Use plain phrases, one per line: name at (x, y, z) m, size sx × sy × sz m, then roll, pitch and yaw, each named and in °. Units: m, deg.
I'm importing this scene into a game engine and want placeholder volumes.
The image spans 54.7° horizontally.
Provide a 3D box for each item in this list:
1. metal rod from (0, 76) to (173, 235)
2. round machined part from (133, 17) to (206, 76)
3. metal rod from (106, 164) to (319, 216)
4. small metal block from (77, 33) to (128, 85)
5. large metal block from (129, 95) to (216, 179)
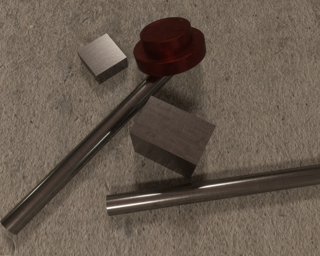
metal rod at (-0.078, 0.011, 0.403) m, size 0.025 × 0.025 × 0.301 m, roll 40°, pitch 74°, yaw 13°
round machined part at (0.011, -0.115, 0.419) m, size 0.098 × 0.042 × 0.098 m, roll -9°, pitch 42°, yaw 9°
metal rod at (0.087, 0.073, 0.382) m, size 0.302 × 0.025 × 0.025 m, roll -8°, pitch 70°, yaw -3°
small metal block at (-0.082, -0.099, 0.443) m, size 0.050 × 0.025 × 0.050 m, roll -35°, pitch 74°, yaw -12°
large metal block at (0.014, 0.014, 0.374) m, size 0.080 × 0.080 × 0.050 m, roll 26°, pitch 72°, yaw 8°
